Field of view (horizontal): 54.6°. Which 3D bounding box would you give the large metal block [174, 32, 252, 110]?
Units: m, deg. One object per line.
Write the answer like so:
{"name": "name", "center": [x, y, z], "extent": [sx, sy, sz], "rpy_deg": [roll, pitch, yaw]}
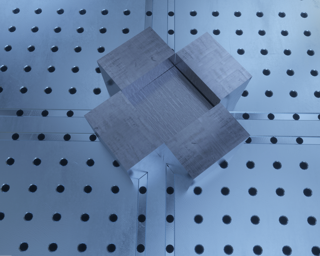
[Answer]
{"name": "large metal block", "center": [0.064, -0.062, 0.406], "extent": [0.050, 0.080, 0.080], "rpy_deg": [-37, 75, -12]}

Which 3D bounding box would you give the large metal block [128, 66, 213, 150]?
{"name": "large metal block", "center": [0.013, -0.019, 0.404], "extent": [0.080, 0.050, 0.080], "rpy_deg": [-37, 73, -10]}

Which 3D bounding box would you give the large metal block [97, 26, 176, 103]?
{"name": "large metal block", "center": [-0.028, -0.072, 0.409], "extent": [0.080, 0.080, 0.050], "rpy_deg": [-37, 74, -12]}

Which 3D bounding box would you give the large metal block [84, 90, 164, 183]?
{"name": "large metal block", "center": [-0.040, 0.014, 0.377], "extent": [0.050, 0.080, 0.080], "rpy_deg": [-37, 75, -12]}

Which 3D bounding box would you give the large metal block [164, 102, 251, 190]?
{"name": "large metal block", "center": [0.052, 0.025, 0.375], "extent": [0.080, 0.080, 0.050], "rpy_deg": [-35, 74, -12]}
